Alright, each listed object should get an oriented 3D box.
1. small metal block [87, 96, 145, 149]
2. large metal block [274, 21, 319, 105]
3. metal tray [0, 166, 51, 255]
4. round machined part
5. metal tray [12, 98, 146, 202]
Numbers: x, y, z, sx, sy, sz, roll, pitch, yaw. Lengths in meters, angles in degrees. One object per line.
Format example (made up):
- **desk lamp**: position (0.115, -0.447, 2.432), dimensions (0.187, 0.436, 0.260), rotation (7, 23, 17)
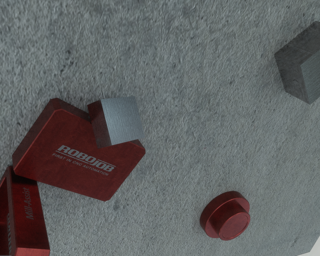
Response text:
- **small metal block**: position (-0.049, -0.007, 0.351), dimensions (0.050, 0.025, 0.050), rotation (-12, 88, -48)
- **large metal block**: position (0.226, -0.096, 0.458), dimensions (0.080, 0.050, 0.080), rotation (-39, 130, -2)
- **metal tray**: position (-0.157, 0.112, 0.323), dimensions (0.030, 0.130, 0.090), rotation (23, 106, -37)
- **round machined part**: position (0.127, 0.168, 0.572), dimensions (0.099, 0.042, 0.097), rotation (-14, 125, -21)
- **metal tray**: position (-0.093, 0.032, 0.374), dimensions (0.131, 0.030, 0.090), rotation (30, 102, -38)
